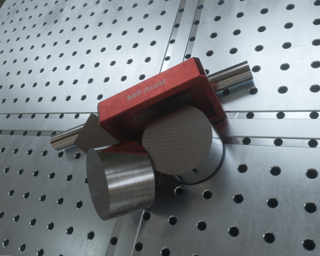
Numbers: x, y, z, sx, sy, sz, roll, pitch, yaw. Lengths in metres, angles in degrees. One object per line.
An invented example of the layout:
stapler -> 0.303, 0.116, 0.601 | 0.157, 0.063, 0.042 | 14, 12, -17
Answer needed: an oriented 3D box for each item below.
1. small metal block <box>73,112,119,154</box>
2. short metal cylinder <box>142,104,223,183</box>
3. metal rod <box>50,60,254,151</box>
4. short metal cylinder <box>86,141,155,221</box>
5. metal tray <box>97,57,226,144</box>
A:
small metal block -> -0.081, 0.014, 0.421 | 0.050, 0.025, 0.050 | 33, 96, 19
short metal cylinder -> 0.027, 0.019, 0.355 | 0.080, 0.050, 0.080 | -8, 67, 21
metal rod -> -0.023, -0.025, 0.431 | 0.301, 0.025, 0.025 | -19, 54, 16
short metal cylinder -> -0.047, 0.058, 0.348 | 0.050, 0.079, 0.080 | -9, 45, -28
metal tray -> 0.004, -0.021, 0.373 | 0.130, 0.090, 0.030 | -24, 53, 13
